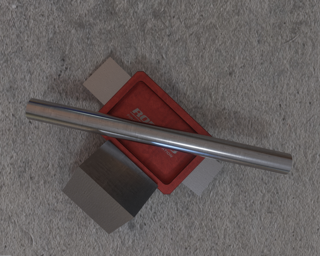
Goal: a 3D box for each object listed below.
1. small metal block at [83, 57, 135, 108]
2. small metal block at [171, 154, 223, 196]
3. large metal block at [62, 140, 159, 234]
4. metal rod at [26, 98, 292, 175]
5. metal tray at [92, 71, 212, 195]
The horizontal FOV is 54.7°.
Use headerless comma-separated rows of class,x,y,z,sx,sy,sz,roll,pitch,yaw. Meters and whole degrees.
small metal block,-0.064,-0.057,0.410,0.050,0.025,0.050,45,90,-1
small metal block,0.046,0.053,0.411,0.050,0.025,0.050,39,90,-1
large metal block,-0.062,0.073,0.374,0.080,0.080,0.050,43,48,0
metal rod,0.000,0.010,0.356,0.302,0.025,0.025,12,90,-1
metal tray,-0.008,0.006,0.383,0.130,0.030,0.090,44,90,-1
